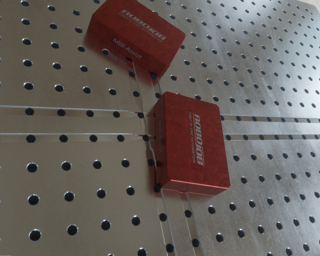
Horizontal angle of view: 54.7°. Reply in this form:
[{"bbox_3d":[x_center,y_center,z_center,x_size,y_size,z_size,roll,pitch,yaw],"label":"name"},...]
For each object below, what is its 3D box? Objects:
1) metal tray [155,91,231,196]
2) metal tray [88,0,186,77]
[{"bbox_3d":[0.041,0.020,0.417,0.091,0.030,0.130,12,56,-22],"label":"metal tray"},{"bbox_3d":[-0.032,-0.148,0.479,0.130,0.030,0.090,32,51,-8],"label":"metal tray"}]
